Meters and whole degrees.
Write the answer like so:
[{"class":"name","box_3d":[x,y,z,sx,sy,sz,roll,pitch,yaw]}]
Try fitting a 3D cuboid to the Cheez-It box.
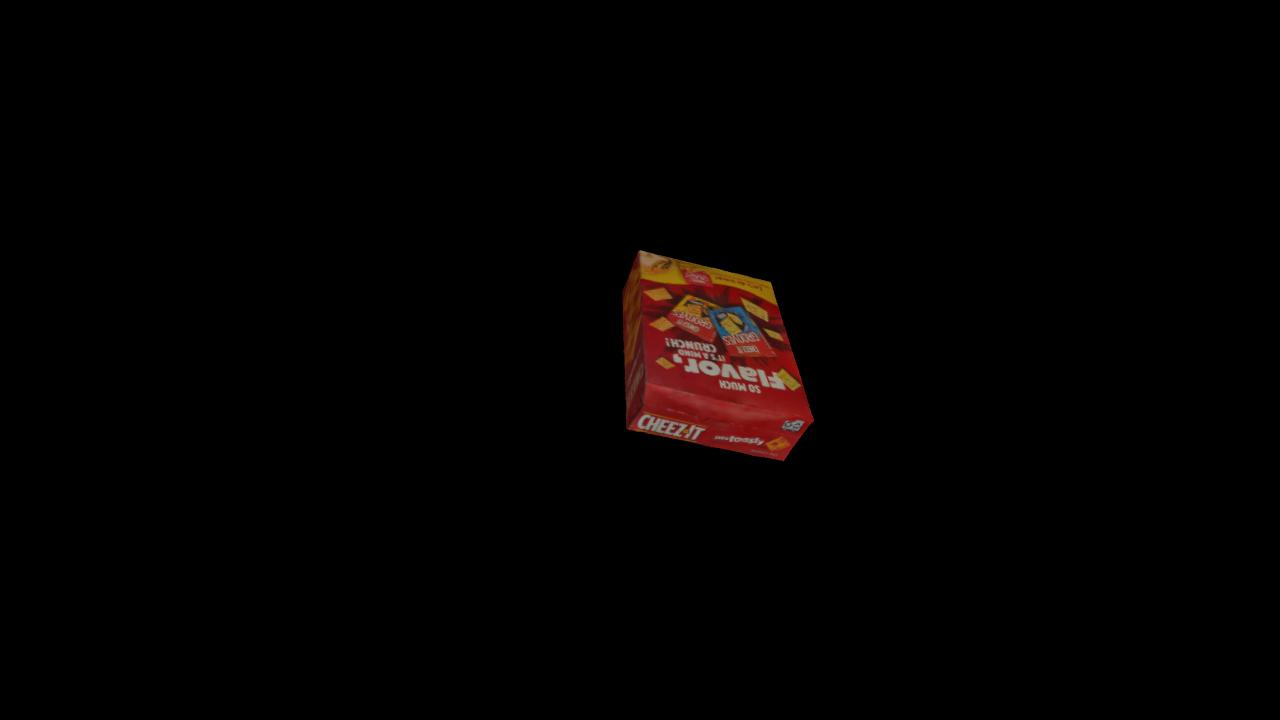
[{"class":"Cheez-It box","box_3d":[0.070,-0.013,0.636,0.166,0.071,0.223,12,40,-13]}]
